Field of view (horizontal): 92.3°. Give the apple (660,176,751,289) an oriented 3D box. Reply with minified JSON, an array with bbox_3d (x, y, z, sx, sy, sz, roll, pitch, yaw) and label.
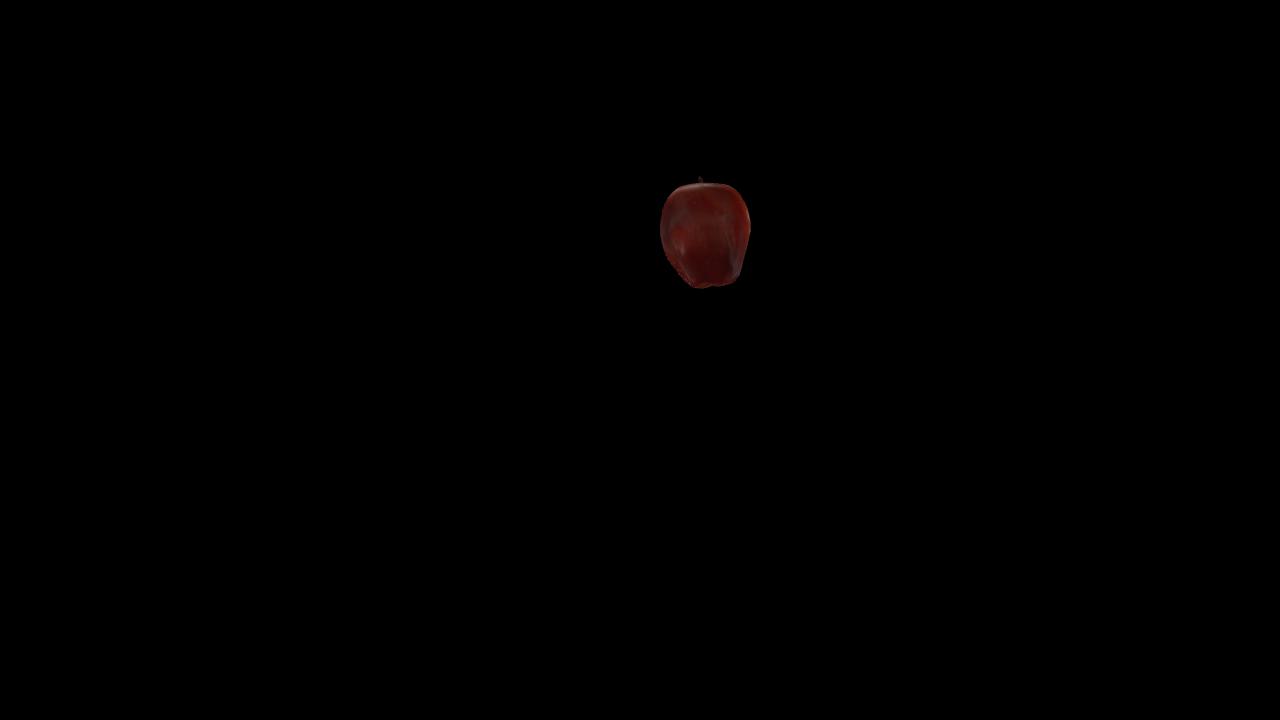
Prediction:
[{"bbox_3d":[0.055,-0.108,0.525,0.079,0.093,0.079,-8,9,1],"label":"apple"}]
